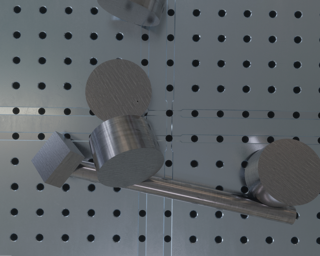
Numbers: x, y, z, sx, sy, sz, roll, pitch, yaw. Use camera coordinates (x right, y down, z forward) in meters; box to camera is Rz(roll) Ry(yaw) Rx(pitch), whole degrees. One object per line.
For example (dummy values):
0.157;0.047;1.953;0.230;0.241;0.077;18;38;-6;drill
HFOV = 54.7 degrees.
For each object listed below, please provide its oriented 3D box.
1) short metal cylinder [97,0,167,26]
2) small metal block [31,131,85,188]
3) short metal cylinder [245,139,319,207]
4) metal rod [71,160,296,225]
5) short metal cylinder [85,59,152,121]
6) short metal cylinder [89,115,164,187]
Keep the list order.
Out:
-0.031;-0.168;0.386;0.080;0.080;0.050;17;90;0;short metal cylinder
-0.132;0.040;0.399;0.050;0.025;0.050;-51;49;0;small metal block
0.155;0.058;0.392;0.081;0.050;0.080;1;73;-3;short metal cylinder
0.029;0.085;0.413;0.302;0.025;0.025;12;90;0;metal rod
-0.050;-0.044;0.400;0.081;0.050;0.079;0;90;0;short metal cylinder
-0.041;0.029;0.377;0.080;0.080;0.050;-23;55;0;short metal cylinder
